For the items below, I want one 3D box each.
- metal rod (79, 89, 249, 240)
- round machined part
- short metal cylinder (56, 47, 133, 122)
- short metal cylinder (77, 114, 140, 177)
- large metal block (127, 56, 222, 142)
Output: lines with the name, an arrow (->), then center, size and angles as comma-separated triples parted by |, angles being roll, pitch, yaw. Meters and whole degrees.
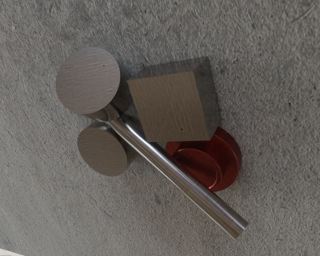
metal rod -> -0.019, 0.022, 0.388 | 0.300, 0.025, 0.025 | 40, 130, 17
round machined part -> 0.051, 0.044, 0.397 | 0.098, 0.042, 0.097 | 13, 124, 21
short metal cylinder -> -0.077, -0.051, 0.377 | 0.080, 0.050, 0.080 | -2, 80, 14
short metal cylinder -> -0.069, 0.022, 0.444 | 0.080, 0.050, 0.079 | 13, 124, 21
large metal block -> 0.019, -0.031, 0.360 | 0.080, 0.050, 0.080 | -3, 117, 29
